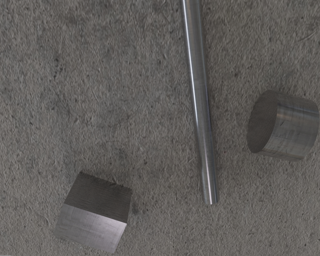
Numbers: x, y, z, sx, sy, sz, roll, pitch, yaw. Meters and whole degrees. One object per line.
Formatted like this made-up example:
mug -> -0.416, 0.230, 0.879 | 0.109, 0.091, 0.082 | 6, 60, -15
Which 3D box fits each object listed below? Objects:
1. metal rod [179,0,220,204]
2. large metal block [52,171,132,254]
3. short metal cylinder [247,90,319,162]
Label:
metal rod -> 0.052, -0.035, 0.397 | 0.025, 0.025, 0.298 | -8, 110, 3
large metal block -> -0.087, 0.112, 0.421 | 0.080, 0.080, 0.050 | 21, 109, -8
short metal cylinder -> 0.148, -0.002, 0.381 | 0.050, 0.080, 0.079 | 13, 110, -5
